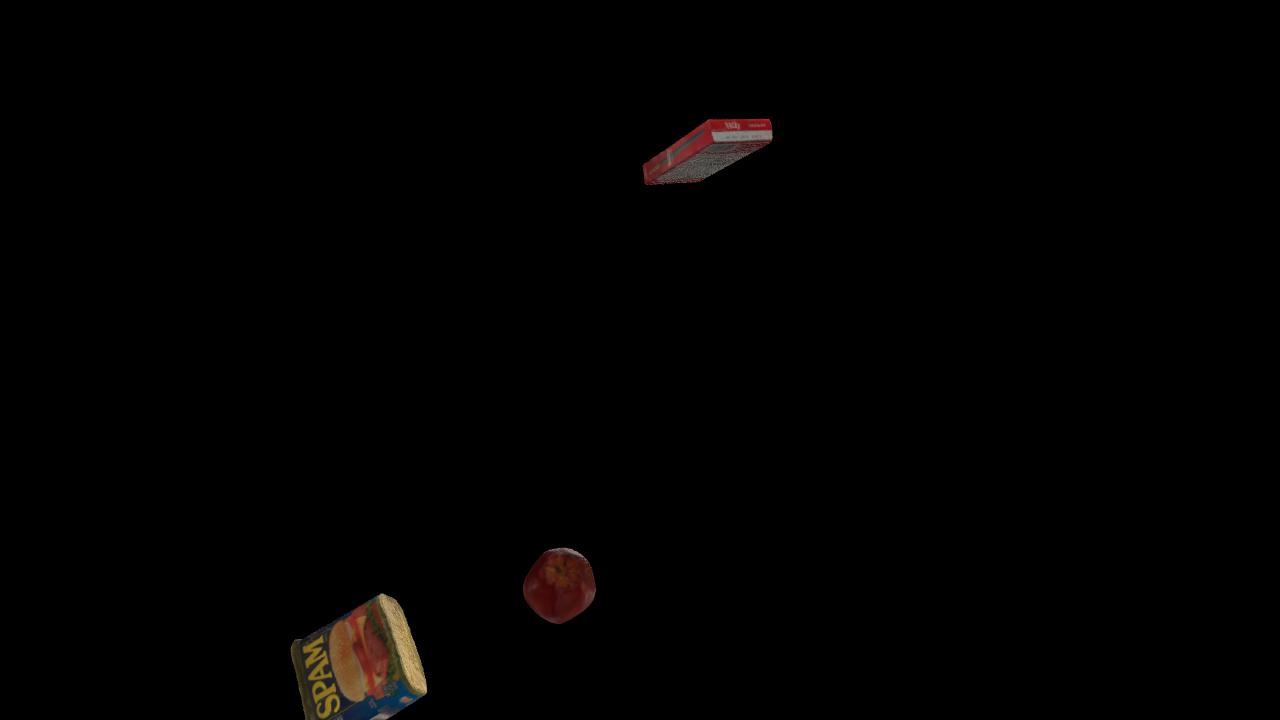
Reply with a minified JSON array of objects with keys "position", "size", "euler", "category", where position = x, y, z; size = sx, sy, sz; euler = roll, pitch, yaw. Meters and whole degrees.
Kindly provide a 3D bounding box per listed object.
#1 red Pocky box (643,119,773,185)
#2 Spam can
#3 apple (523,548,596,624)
[{"position":[0.072,-0.238,0.711],"size":[0.083,0.028,0.155],"euler":[-12,3,-27],"category":"red Pocky box"},{"position":[-0.250,0.277,0.552],"size":[0.085,0.101,0.058],"euler":[-28,-33,-13],"category":"Spam can"},{"position":[-0.088,0.244,0.671],"size":[0.079,0.079,0.093],"euler":[0,-33,-6],"category":"apple"}]
